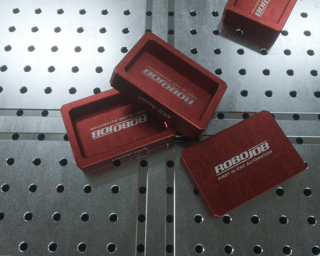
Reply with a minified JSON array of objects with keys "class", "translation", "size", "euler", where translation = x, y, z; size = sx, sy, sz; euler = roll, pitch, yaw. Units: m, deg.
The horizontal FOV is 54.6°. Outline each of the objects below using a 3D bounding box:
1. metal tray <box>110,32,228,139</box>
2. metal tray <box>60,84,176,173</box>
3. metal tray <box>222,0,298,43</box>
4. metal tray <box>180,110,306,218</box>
[{"class":"metal tray","translation":[0.014,-0.057,0.402],"size":[0.130,0.030,0.090],"euler":[34,57,-2]},{"class":"metal tray","translation":[-0.054,-0.006,0.410],"size":[0.131,0.030,0.090],"euler":[-20,71,-7]},{"class":"metal tray","translation":[0.166,-0.206,0.485],"size":[0.090,0.030,0.130],"euler":[28,72,9]},{"class":"metal tray","translation":[0.102,0.044,0.394],"size":[0.131,0.030,0.090],"euler":[-26,72,-9]}]
